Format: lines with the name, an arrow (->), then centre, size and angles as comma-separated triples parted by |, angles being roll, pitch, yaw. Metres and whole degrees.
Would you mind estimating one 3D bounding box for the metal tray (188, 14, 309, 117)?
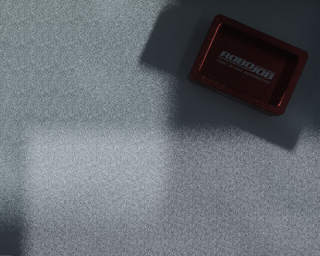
metal tray -> 0.114, -0.081, 0.409 | 0.130, 0.030, 0.090 | 24, 90, 0
